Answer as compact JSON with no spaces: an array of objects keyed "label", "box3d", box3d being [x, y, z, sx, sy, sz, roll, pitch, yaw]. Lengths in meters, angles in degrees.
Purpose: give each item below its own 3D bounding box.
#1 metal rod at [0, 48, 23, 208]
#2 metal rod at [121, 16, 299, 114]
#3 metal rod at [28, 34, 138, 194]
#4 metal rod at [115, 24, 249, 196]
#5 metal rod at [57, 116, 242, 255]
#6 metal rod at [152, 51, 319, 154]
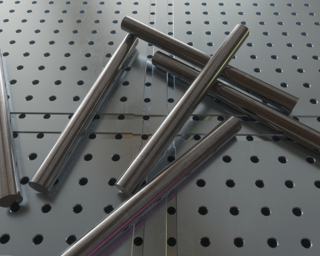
[{"label":"metal rod","box3d":[-0.222,-0.026,0.428,0.025,0.025,0.300,-18,52,-14]},{"label":"metal rod","box3d":[0.065,-0.104,0.478,0.300,0.025,0.025,31,56,17]},{"label":"metal rod","box3d":[-0.093,-0.042,0.442,0.025,0.025,0.300,13,51,11]},{"label":"metal rod","box3d":[0.042,-0.039,0.411,0.025,0.025,0.301,27,64,21]},{"label":"metal rod","box3d":[-0.011,0.074,0.345,0.302,0.025,0.025,-36,59,-27]},{"label":"metal rod","box3d":[0.110,-0.040,0.441,0.300,0.025,0.025,33,57,24]}]
